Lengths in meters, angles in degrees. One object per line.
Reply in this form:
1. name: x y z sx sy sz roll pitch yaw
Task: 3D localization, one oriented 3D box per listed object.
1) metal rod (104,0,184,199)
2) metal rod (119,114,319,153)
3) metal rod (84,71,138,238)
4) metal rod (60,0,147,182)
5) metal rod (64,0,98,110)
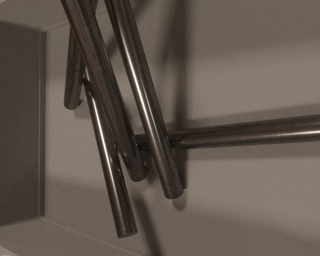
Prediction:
1. metal rod: -0.021 -0.052 0.344 0.025 0.025 0.298 0 115 40
2. metal rod: 0.044 0.012 0.368 0.300 0.025 0.025 -7 86 39
3. metal rod: -0.082 0.003 0.442 0.025 0.025 0.299 -37 59 33
4. metal rod: -0.058 -0.045 0.338 0.025 0.025 0.298 25 143 37
5. metal rod: -0.106 -0.096 0.401 0.025 0.025 0.299 71 156 15
